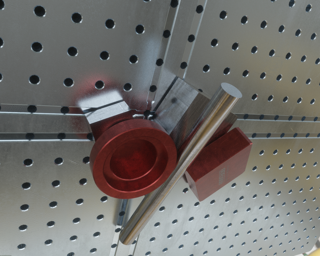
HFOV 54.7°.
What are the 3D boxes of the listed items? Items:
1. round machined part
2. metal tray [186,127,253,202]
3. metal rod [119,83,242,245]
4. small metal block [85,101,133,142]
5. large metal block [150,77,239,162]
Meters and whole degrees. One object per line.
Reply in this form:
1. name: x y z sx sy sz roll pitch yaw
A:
1. round machined part: -0.033 0.032 0.362 0.099 0.042 0.097 -12 124 -18
2. metal tray: 0.084 0.058 0.453 0.090 0.030 0.130 -33 154 -6
3. metal rod: 0.010 0.067 0.402 0.025 0.025 0.298 6 131 -31
4. small metal block: -0.058 0.001 0.377 0.050 0.025 0.050 -20 126 -17
5. large metal block: 0.041 -0.007 0.409 0.080 0.050 0.080 25 105 -37
